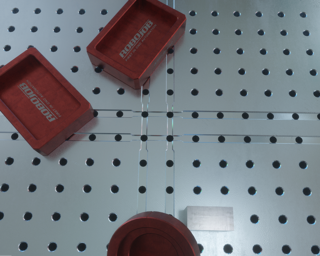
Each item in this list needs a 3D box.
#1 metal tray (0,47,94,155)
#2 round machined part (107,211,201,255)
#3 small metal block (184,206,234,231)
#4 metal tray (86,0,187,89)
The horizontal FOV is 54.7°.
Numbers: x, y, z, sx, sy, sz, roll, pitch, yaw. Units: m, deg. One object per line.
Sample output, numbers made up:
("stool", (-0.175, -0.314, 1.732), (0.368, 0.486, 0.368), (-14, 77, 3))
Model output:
("metal tray", (-0.166, -0.038, 0.421), (0.090, 0.030, 0.130), (-42, 76, -14))
("round machined part", (-0.004, 0.139, 0.338), (0.098, 0.042, 0.097), (1, 92, 16))
("small metal block", (0.055, 0.106, 0.360), (0.050, 0.050, 0.025), (1, 70, 0))
("metal tray", (-0.032, -0.132, 0.456), (0.090, 0.030, 0.130), (32, 73, 11))
